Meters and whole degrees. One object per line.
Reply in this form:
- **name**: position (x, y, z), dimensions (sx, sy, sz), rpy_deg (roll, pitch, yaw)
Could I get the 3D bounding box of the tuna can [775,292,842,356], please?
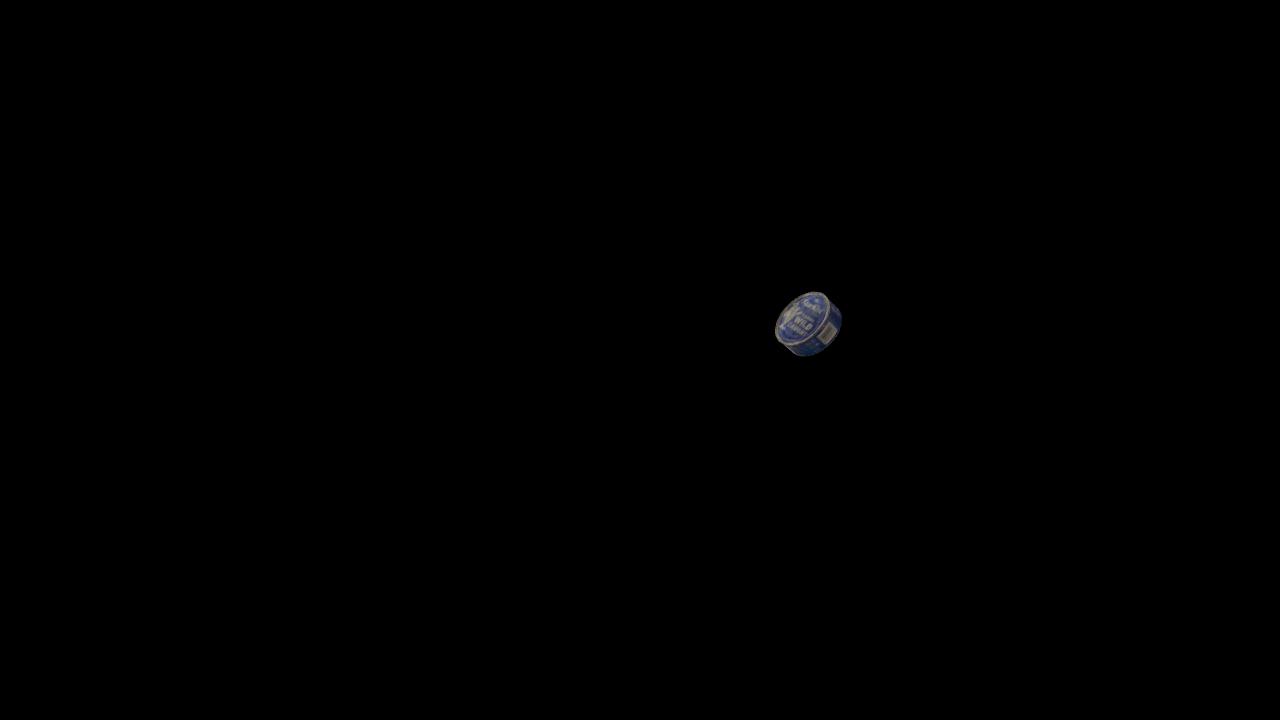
- **tuna can**: position (0.223, -0.047, 0.814), dimensions (0.034, 0.084, 0.084), rpy_deg (35, -18, -28)
